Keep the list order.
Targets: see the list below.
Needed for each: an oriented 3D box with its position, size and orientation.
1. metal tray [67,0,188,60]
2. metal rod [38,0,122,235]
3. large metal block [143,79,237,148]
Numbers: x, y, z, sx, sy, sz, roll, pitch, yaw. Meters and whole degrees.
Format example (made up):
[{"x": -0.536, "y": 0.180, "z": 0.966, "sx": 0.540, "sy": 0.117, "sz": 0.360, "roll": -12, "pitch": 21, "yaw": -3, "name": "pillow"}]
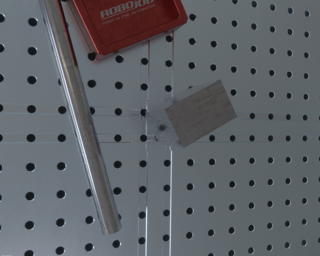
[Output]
[{"x": -0.039, "y": -0.153, "z": 0.395, "sx": 0.131, "sy": 0.030, "sz": 0.090, "roll": -27, "pitch": 99, "yaw": -18, "name": "metal tray"}, {"x": -0.096, "y": -0.015, "z": 0.377, "sx": 0.025, "sy": 0.025, "sz": 0.298, "roll": -16, "pitch": 96, "yaw": -19, "name": "metal rod"}, {"x": 0.036, "y": -0.018, "z": 0.397, "sx": 0.080, "sy": 0.080, "sz": 0.050, "roll": -29, "pitch": 100, "yaw": -18, "name": "large metal block"}]
